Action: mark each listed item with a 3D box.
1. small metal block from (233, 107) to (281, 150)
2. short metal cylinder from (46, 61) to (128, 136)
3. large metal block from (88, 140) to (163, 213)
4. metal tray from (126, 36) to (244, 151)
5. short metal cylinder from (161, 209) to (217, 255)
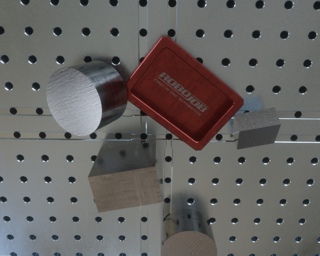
[{"bbox_3d":[0.123,0.002,0.401,0.050,0.025,0.050,-10,149,3],"label":"small metal block"},{"bbox_3d":[-0.086,-0.036,0.369,0.080,0.050,0.079,11,114,25],"label":"short metal cylinder"},{"bbox_3d":[-0.040,0.060,0.406,0.080,0.080,0.050,-10,110,3],"label":"large metal block"},{"bbox_3d":[0.028,-0.042,0.395,0.130,0.030,0.090,37,106,-13],"label":"metal tray"},{"bbox_3d":[0.041,0.170,0.463,0.081,0.050,0.079,0,110,0],"label":"short metal cylinder"}]
